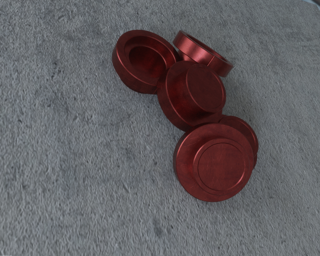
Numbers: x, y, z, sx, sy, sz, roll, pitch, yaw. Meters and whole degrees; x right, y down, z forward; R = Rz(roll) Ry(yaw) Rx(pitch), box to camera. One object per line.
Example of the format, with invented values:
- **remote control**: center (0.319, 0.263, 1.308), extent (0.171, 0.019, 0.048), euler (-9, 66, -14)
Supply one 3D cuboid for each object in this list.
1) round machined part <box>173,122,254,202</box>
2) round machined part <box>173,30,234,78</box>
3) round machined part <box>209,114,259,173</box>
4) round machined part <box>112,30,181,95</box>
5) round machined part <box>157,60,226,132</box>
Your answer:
- **round machined part**: center (0.068, 0.043, 0.374), extent (0.099, 0.042, 0.097), euler (-1, 95, -9)
- **round machined part**: center (0.060, -0.105, 0.475), extent (0.098, 0.042, 0.098), euler (29, 21, -12)
- **round machined part**: center (0.098, 0.021, 0.436), extent (0.099, 0.042, 0.098), euler (14, 56, -21)
- **round machined part**: center (-0.021, -0.087, 0.438), extent (0.099, 0.042, 0.098), euler (14, 56, -21)
- **round machined part**: center (0.048, -0.045, 0.407), extent (0.099, 0.042, 0.098), euler (14, 64, -32)
